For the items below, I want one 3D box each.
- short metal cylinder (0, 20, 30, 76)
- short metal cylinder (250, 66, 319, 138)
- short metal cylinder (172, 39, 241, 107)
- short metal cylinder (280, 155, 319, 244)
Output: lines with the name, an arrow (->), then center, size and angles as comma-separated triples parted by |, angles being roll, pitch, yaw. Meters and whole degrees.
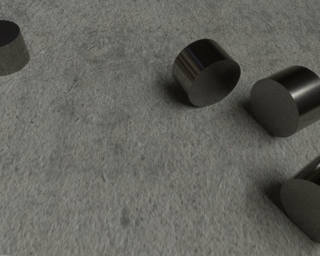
short metal cylinder -> -0.255, -0.127, 0.490 | 0.081, 0.050, 0.080 | 0, 50, 0
short metal cylinder -> 0.163, -0.034, 0.398 | 0.050, 0.080, 0.080 | -25, 55, -19
short metal cylinder -> 0.064, -0.076, 0.432 | 0.081, 0.080, 0.050 | -19, 53, -16
short metal cylinder -> 0.170, 0.072, 0.309 | 0.050, 0.080, 0.080 | -30, 56, -23
